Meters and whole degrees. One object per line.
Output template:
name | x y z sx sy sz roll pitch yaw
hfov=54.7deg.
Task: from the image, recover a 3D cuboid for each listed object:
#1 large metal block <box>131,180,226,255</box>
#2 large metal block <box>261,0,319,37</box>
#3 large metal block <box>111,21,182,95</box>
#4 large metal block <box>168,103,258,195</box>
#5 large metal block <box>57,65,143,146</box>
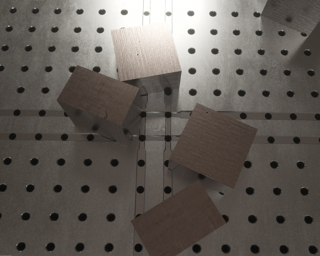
large metal block | 0.018 0.106 0.344 0.080 0.080 0.050 -29 73 -10
large metal block | 0.208 -0.194 0.456 0.080 0.080 0.050 29 73 9
large metal block | -0.019 -0.095 0.433 0.081 0.050 0.080 -11 71 -4
large metal block | 0.064 0.027 0.389 0.080 0.050 0.080 25 72 8
large metal block | -0.070 -0.025 0.391 0.080 0.080 0.050 21 72 7
